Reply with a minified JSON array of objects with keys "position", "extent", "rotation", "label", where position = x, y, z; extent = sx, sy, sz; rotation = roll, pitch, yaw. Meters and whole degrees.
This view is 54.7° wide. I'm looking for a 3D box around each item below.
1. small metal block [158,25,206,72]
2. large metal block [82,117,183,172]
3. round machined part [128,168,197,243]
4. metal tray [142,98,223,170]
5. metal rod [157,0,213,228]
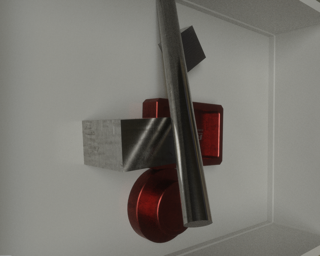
[{"position":[0.032,-0.108,0.435],"extent":[0.050,0.025,0.050],"rotation":[-43,116,-32],"label":"small metal block"},{"position":[-0.031,0.014,0.347],"extent":[0.081,0.080,0.050],"rotation":[-4,93,-40],"label":"large metal block"},{"position":[0.010,0.101,0.406],"extent":[0.099,0.042,0.097],"rotation":[0,91,-40],"label":"round machined part"},{"position":[0.036,0.009,0.435],"extent":[0.131,0.030,0.089],"rotation":[2,89,-40],"label":"metal tray"},{"position":[0.020,-0.046,0.341],"extent":[0.025,0.025,0.299],"rotation":[22,50,-38],"label":"metal rod"}]
